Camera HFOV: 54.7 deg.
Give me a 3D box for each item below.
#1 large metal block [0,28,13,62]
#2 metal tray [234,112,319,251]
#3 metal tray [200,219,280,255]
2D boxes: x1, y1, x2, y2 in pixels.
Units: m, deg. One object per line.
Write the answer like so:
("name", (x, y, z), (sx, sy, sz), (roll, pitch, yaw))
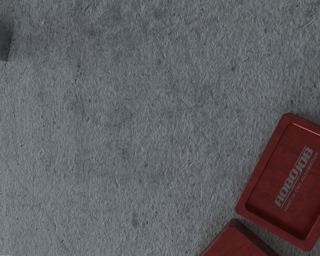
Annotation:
("large metal block", (-0.297, -0.143, 0.484), (0.080, 0.080, 0.050), (16, 96, 19))
("metal tray", (0.154, 0.058, 0.351), (0.090, 0.030, 0.129), (28, 99, 17))
("metal tray", (0.110, 0.186, 0.367), (0.130, 0.030, 0.090), (40, 102, 15))
